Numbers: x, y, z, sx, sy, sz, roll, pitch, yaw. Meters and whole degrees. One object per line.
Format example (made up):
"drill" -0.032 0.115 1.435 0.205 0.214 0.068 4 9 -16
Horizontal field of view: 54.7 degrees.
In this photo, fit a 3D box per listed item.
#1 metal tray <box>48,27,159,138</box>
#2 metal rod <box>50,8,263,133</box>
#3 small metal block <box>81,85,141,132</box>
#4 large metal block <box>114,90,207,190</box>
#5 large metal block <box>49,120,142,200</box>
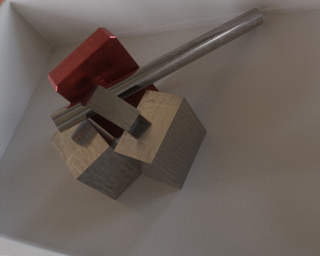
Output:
"metal tray" -0.064 -0.052 0.399 0.090 0.130 0.030 -43 50 0
"metal rod" 0.007 -0.079 0.390 0.302 0.025 0.025 -30 50 -14
"small metal block" -0.055 -0.023 0.334 0.025 0.050 0.050 -59 21 -4
"large metal block" 0.005 0.014 0.357 0.050 0.080 0.080 14 69 33
"large metal block" -0.079 0.035 0.389 0.050 0.080 0.080 -45 51 -3
